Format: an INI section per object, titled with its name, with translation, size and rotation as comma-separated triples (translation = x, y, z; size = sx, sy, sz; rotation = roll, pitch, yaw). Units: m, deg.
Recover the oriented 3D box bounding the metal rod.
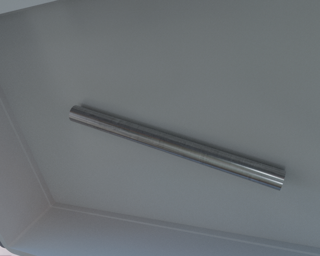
[metal rod]
translation = 0.009, 0.020, 0.415
size = 0.301, 0.025, 0.025
rotation = 17, 125, 18
